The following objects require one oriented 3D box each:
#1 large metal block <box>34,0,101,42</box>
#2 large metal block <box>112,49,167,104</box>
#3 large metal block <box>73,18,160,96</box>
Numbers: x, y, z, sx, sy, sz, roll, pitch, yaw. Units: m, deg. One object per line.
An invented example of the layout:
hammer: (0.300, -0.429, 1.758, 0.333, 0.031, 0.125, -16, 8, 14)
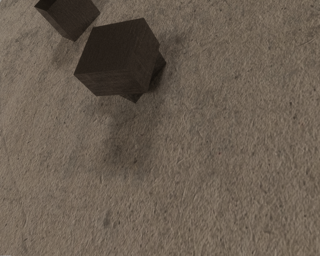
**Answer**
large metal block: (-0.177, -0.229, 0.599, 0.050, 0.080, 0.080, 30, 79, 37)
large metal block: (-0.052, -0.095, 0.472, 0.080, 0.050, 0.080, 28, 77, 37)
large metal block: (-0.054, -0.091, 0.406, 0.080, 0.050, 0.080, 0, 62, 27)
